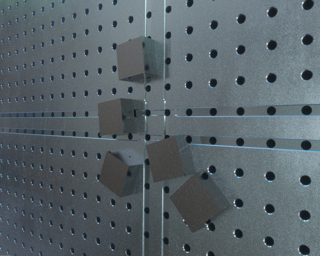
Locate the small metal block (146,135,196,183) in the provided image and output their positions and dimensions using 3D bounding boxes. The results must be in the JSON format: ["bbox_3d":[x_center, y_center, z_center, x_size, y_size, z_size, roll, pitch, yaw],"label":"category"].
[{"bbox_3d":[0.013,0.040,0.397,0.050,0.025,0.050,-20,77,38],"label":"small metal block"}]

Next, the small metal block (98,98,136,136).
[{"bbox_3d":[-0.065,-0.015,0.461,0.050,0.025,0.050,-8,85,39],"label":"small metal block"}]

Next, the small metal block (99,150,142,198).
[{"bbox_3d":[-0.060,0.066,0.456,0.050,0.025,0.050,27,107,36],"label":"small metal block"}]

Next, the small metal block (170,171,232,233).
[{"bbox_3d":[0.047,0.087,0.369,0.050,0.025,0.050,-50,61,28],"label":"small metal block"}]

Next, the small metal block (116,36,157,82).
[{"bbox_3d":[-0.033,-0.095,0.435,0.050,0.025,0.050,-8,85,39],"label":"small metal block"}]
